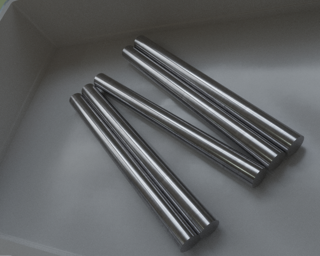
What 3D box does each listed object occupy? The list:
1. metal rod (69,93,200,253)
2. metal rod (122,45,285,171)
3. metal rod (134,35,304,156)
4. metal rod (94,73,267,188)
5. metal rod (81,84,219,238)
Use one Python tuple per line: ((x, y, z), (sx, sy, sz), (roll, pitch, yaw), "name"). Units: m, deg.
((-0.052, 0.036, 0.410), (0.025, 0.025, 0.300), (-44, 51, -2), "metal rod")
((0.035, -0.044, 0.413), (0.025, 0.025, 0.300), (-45, 51, -3), "metal rod")
((0.054, -0.061, 0.413), (0.025, 0.025, 0.300), (-45, 51, -3), "metal rod")
((0.003, -0.013, 0.411), (0.300, 0.025, 0.025), (33, 80, 38), "metal rod")
((-0.032, 0.021, 0.409), (0.025, 0.025, 0.300), (-44, 51, -2), "metal rod")
